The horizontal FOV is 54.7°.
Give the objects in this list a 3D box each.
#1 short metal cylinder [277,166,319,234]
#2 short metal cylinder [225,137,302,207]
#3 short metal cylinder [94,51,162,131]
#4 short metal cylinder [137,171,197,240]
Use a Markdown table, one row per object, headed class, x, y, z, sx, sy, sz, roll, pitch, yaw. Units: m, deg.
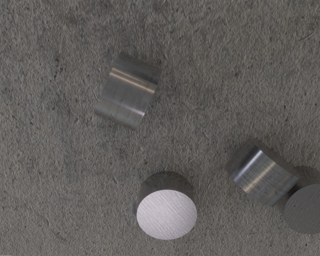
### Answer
| class | x | y | z | sx | sy | sz | roll | pitch | yaw |
| --- | --- | --- | --- | --- | --- | --- | --- | --- | --- |
| short metal cylinder | 0.205 | 0.100 | 0.435 | 0.081 | 0.050 | 0.079 | 0 | 110 | 0 |
| short metal cylinder | 0.132 | 0.055 | 0.402 | 0.080 | 0.080 | 0.050 | 33 | 107 | -12 |
| short metal cylinder | -0.037 | -0.042 | 0.364 | 0.050 | 0.080 | 0.080 | 24 | 108 | -9 |
| short metal cylinder | 0.009 | 0.108 | 0.436 | 0.081 | 0.050 | 0.079 | 0 | 110 | 0 |
